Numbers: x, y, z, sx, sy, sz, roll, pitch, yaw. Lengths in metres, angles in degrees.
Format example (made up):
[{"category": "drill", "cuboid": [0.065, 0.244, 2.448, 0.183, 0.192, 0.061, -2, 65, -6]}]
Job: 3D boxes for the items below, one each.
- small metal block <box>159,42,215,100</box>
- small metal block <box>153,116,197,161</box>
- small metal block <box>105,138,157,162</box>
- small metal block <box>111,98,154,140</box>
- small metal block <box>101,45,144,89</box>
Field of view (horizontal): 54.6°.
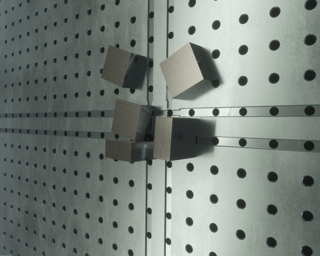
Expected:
[{"category": "small metal block", "cuboid": [0.033, -0.069, 0.383, 0.050, 0.025, 0.050, -29, 72, 36]}, {"category": "small metal block", "cuboid": [0.019, 0.012, 0.378, 0.025, 0.050, 0.050, 7, 94, 40]}, {"category": "small metal block", "cuboid": [-0.039, 0.029, 0.427, 0.050, 0.050, 0.025, 5, 94, 40]}, {"category": "small metal block", "cuboid": [-0.040, -0.013, 0.444, 0.050, 0.025, 0.050, 17, 101, 39]}, {"category": "small metal block", "cuboid": [-0.056, -0.090, 0.457, 0.050, 0.025, 0.050, 28, 107, 36]}]
